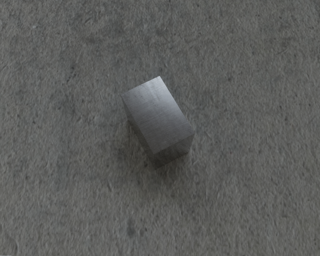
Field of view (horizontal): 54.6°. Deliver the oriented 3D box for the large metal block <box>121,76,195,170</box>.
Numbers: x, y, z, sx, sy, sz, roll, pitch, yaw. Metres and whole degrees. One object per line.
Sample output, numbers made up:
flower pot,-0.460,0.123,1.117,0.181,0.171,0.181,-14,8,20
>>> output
large metal block,-0.003,-0.003,0.380,0.050,0.080,0.080,-27,72,-9
